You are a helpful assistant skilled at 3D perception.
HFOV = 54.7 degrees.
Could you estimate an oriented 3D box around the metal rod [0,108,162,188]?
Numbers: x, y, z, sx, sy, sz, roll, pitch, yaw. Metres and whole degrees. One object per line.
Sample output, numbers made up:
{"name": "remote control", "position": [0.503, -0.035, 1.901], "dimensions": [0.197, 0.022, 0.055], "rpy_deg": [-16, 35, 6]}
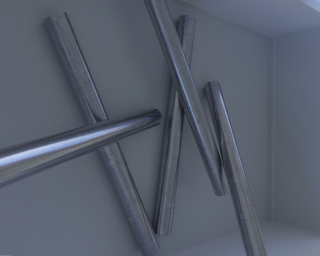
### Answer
{"name": "metal rod", "position": [-0.073, 0.013, 0.270], "dimensions": [0.302, 0.025, 0.025], "rpy_deg": [-23, 106, -63]}

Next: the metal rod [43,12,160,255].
{"name": "metal rod", "position": [-0.060, 0.021, 0.358], "dimensions": [0.025, 0.025, 0.298], "rpy_deg": [-31, 110, -36]}

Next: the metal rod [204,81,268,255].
{"name": "metal rod", "position": [0.102, 0.066, 0.412], "dimensions": [0.025, 0.025, 0.299], "rpy_deg": [15, 55, -39]}

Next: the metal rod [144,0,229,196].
{"name": "metal rod", "position": [0.038, -0.042, 0.406], "dimensions": [0.025, 0.025, 0.298], "rpy_deg": [-34, 110, -35]}

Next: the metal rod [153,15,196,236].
{"name": "metal rod", "position": [0.021, -0.008, 0.426], "dimensions": [0.025, 0.025, 0.298], "rpy_deg": [12, 83, -40]}
